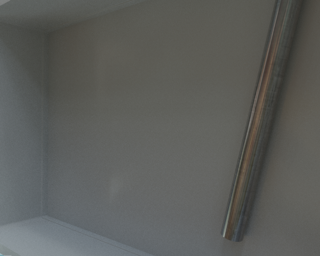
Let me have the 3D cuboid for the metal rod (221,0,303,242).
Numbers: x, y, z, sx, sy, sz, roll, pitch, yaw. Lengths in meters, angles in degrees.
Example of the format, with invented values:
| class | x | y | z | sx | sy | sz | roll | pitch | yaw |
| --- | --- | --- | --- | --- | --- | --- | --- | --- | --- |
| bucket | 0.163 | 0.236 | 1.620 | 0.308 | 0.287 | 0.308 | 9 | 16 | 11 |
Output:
| class | x | y | z | sx | sy | sz | roll | pitch | yaw |
| --- | --- | --- | --- | --- | --- | --- | --- | --- | --- |
| metal rod | 0.107 | -0.026 | 0.318 | 0.025 | 0.025 | 0.298 | 18 | 101 | 38 |
